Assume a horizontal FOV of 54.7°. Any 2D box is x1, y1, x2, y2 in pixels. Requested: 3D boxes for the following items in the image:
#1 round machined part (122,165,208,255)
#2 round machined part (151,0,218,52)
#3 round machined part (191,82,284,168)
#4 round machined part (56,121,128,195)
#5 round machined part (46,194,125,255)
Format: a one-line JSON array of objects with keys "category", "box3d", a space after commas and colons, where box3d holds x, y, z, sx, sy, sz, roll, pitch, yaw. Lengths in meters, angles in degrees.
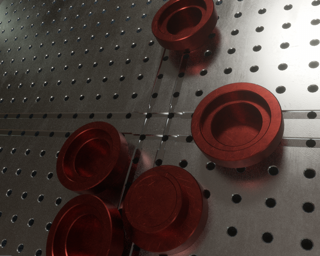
[{"category": "round machined part", "box3d": [0.000, 0.086, 0.344, 0.098, 0.042, 0.098, -13, 56, 20]}, {"category": "round machined part", "box3d": [0.040, -0.155, 0.470, 0.098, 0.042, 0.098, -13, 56, 20]}, {"category": "round machined part", "box3d": [0.088, 0.000, 0.350, 0.098, 0.042, 0.098, -13, 56, 20]}, {"category": "round machined part", "box3d": [-0.085, 0.043, 0.414, 0.098, 0.042, 0.098, -13, 56, 20]}, {"category": "round machined part", "box3d": [-0.079, 0.128, 0.353, 0.098, 0.042, 0.098, -16, 59, 28]}]
